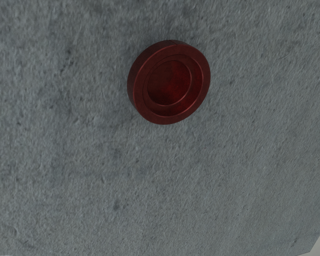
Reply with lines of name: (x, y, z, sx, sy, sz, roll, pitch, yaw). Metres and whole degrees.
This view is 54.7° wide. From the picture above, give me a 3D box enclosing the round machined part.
round machined part: (0.007, -0.056, 0.366, 0.099, 0.042, 0.097, -14, 125, -21)
